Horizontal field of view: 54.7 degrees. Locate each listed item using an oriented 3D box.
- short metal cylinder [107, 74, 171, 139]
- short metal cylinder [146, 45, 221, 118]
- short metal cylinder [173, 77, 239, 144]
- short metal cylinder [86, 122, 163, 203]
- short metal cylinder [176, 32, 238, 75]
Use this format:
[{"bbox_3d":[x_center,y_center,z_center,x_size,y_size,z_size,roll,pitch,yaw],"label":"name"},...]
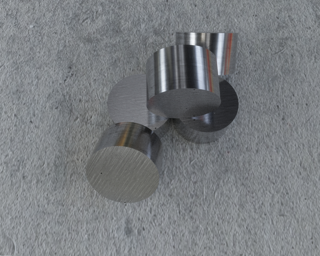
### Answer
[{"bbox_3d":[-0.024,-0.023,0.403,0.081,0.050,0.080,0,70,0],"label":"short metal cylinder"},{"bbox_3d":[0.025,-0.048,0.345,0.081,0.080,0.050,-1,70,-1],"label":"short metal cylinder"},{"bbox_3d":[0.057,-0.024,0.405,0.081,0.050,0.080,0,70,0],"label":"short metal cylinder"},{"bbox_3d":[-0.038,0.040,0.358,0.080,0.079,0.050,7,31,2],"label":"short metal cylinder"},{"bbox_3d":[0.061,-0.101,0.410,0.081,0.080,0.050,1,108,0],"label":"short metal cylinder"}]
